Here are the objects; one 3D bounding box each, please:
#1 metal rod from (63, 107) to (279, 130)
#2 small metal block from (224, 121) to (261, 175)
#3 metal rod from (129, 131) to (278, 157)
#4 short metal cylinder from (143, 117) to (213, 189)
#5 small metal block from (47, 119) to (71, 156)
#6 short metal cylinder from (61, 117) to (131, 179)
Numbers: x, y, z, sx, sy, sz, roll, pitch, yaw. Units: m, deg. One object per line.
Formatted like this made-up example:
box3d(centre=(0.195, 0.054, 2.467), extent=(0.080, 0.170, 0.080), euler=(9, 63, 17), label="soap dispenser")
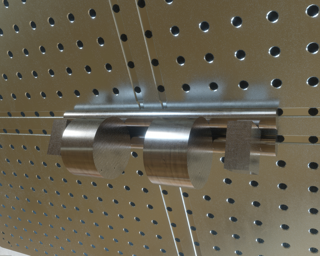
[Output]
box3d(centre=(-0.005, -0.013, 0.406), extent=(0.300, 0.025, 0.025), euler=(1, 119, 27), label="metal rod")
box3d(centre=(0.090, 0.022, 0.332), extent=(0.025, 0.050, 0.050), euler=(1, 78, 28), label="small metal block")
box3d(centre=(0.000, 0.018, 0.423), extent=(0.300, 0.025, 0.025), euler=(1, 119, 27), label="metal rod")
box3d(centre=(0.023, 0.027, 0.352), extent=(0.050, 0.080, 0.080), euler=(1, 119, 28), label="short metal cylinder")
box3d(centre=(-0.130, 0.018, 0.446), extent=(0.025, 0.050, 0.050), euler=(1, 77, 28), label="small metal block")
box3d(centre=(-0.081, 0.025, 0.406), extent=(0.050, 0.080, 0.080), euler=(1, 119, 28), label="short metal cylinder")
